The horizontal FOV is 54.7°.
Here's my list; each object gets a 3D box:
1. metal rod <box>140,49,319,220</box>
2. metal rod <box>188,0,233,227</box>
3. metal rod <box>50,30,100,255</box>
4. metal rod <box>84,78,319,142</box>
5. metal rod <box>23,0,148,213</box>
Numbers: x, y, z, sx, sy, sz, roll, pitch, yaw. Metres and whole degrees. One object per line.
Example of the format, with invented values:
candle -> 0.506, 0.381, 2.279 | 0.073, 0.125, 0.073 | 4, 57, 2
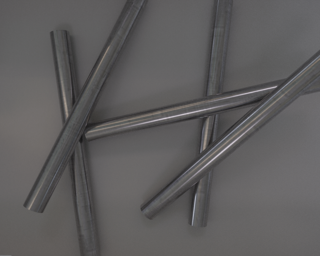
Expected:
metal rod -> 0.088, 0.013, 0.372 | 0.299, 0.025, 0.025 | -43, 90, 16
metal rod -> 0.067, -0.020, 0.411 | 0.025, 0.025, 0.298 | 7, 90, 0
metal rod -> -0.112, 0.022, 0.410 | 0.025, 0.025, 0.298 | -8, 90, 0
metal rod -> 0.052, -0.026, 0.387 | 0.301, 0.025, 0.025 | -12, 90, 6
metal rod -> -0.090, -0.038, 0.391 | 0.025, 0.025, 0.299 | 25, 82, 0
